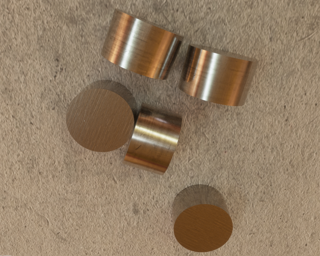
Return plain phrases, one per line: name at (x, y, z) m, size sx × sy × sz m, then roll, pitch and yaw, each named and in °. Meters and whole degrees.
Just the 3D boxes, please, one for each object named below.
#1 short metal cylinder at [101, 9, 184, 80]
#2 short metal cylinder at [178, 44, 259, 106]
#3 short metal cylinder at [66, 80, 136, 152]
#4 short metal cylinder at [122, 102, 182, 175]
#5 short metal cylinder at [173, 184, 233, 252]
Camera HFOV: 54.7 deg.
short metal cylinder at (-0.019, -0.093, 0.346) m, size 0.080 × 0.080 × 0.050 m, roll 20°, pitch 109°, yaw -8°
short metal cylinder at (0.066, -0.063, 0.358) m, size 0.080 × 0.080 × 0.050 m, roll 12°, pitch 110°, yaw -5°
short metal cylinder at (-0.071, -0.016, 0.390) m, size 0.081 × 0.050 × 0.079 m, roll 0°, pitch 110°, yaw 0°
short metal cylinder at (-0.011, 0.013, 0.385) m, size 0.050 × 0.080 × 0.079 m, roll 18°, pitch 109°, yaw -7°
short metal cylinder at (0.059, 0.129, 0.444) m, size 0.081 × 0.050 × 0.079 m, roll 0°, pitch 110°, yaw 0°
